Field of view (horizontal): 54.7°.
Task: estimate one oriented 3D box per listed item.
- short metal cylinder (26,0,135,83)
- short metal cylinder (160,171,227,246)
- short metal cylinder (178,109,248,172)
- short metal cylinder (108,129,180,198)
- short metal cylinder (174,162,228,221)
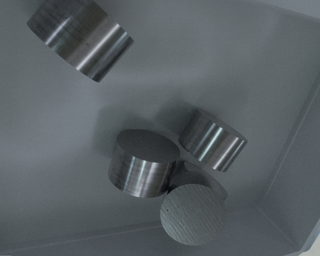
[{"bbox_3d":[-0.070,-0.087,0.282,0.050,0.080,0.080,-48,129,5],"label":"short metal cylinder"},{"bbox_3d":[0.042,0.102,0.399,0.080,0.050,0.079,1,99,4],"label":"short metal cylinder"},{"bbox_3d":[0.072,0.016,0.424,0.080,0.080,0.050,23,106,-37],"label":"short metal cylinder"},{"bbox_3d":[-0.020,0.042,0.390,0.081,0.080,0.050,3,117,-30],"label":"short metal cylinder"},{"bbox_3d":[0.054,0.095,0.463,0.080,0.080,0.050,28,103,-38],"label":"short metal cylinder"}]
